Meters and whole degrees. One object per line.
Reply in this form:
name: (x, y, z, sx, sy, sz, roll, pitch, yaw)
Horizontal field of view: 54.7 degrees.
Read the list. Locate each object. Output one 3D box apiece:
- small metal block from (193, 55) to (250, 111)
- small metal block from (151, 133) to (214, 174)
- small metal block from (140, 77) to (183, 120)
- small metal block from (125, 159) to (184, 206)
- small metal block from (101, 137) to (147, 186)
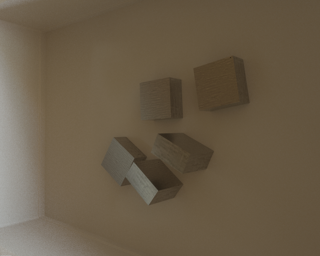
small metal block: (0.069, -0.048, 0.349, 0.050, 0.025, 0.050, -11, 83, 39)
small metal block: (0.027, 0.028, 0.367, 0.050, 0.050, 0.025, 31, 109, 35)
small metal block: (0.001, -0.036, 0.404, 0.050, 0.025, 0.050, -4, 88, 39)
small metal block: (-0.007, 0.067, 0.395, 0.050, 0.050, 0.025, 45, 117, 30)
small metal block: (-0.053, 0.048, 0.448, 0.050, 0.025, 0.050, 40, 114, 32)
